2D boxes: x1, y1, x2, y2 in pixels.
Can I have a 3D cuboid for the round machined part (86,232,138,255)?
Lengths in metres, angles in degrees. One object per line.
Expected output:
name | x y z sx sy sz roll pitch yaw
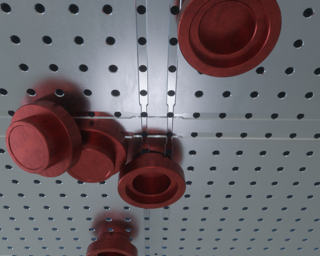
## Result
round machined part | -0.092 0.240 0.604 0.099 0.042 0.097 0 130 0

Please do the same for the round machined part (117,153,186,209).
round machined part | -0.013 0.075 0.462 0.099 0.042 0.097 -2 131 -2

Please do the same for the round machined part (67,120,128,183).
round machined part | -0.095 0.040 0.433 0.099 0.042 0.097 0 130 0

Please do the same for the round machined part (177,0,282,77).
round machined part | 0.066 -0.104 0.313 0.099 0.042 0.097 0 130 0

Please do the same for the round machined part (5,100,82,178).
round machined part | -0.150 0.018 0.385 0.098 0.042 0.097 8 110 22
